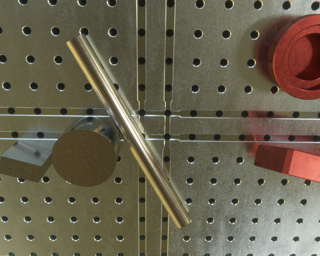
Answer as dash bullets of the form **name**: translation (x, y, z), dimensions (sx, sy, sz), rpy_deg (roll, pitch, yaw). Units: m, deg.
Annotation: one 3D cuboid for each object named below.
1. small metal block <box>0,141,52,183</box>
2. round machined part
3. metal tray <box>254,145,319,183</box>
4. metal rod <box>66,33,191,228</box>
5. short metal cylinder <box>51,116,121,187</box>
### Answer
- **small metal block**: translation (-0.177, 0.044, 0.414), dimensions (0.050, 0.050, 0.025), rpy_deg (15, 109, -6)
- **round machined part**: translation (0.179, -0.087, 0.375), dimensions (0.099, 0.042, 0.097), rpy_deg (0, 110, -1)
- **metal tray**: translation (0.201, 0.053, 0.398), dimensions (0.131, 0.090, 0.030), rpy_deg (14, 88, -6)
- **metal rod**: translation (-0.034, 0.017, 0.419), dimensions (0.025, 0.025, 0.299), rpy_deg (-26, 108, 9)
- **short metal cylinder**: translation (-0.095, 0.030, 0.410), dimensions (0.081, 0.050, 0.079), rpy_deg (0, 110, -1)
